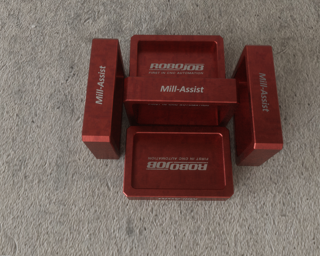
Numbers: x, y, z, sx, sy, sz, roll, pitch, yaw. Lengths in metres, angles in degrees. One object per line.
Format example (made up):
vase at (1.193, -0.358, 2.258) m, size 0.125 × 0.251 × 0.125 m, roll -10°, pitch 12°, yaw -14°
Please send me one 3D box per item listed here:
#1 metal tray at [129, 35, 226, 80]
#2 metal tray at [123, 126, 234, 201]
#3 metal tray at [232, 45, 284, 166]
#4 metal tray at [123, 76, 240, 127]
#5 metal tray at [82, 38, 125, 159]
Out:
metal tray at (0.024, -0.085, 0.438) m, size 0.131 × 0.030 × 0.090 m, roll 0°, pitch 73°, yaw 0°
metal tray at (0.022, 0.044, 0.392) m, size 0.131 × 0.030 × 0.090 m, roll 1°, pitch 69°, yaw 0°
metal tray at (0.115, -0.025, 0.384) m, size 0.030 × 0.090 × 0.130 m, roll 1°, pitch 70°, yaw 1°
metal tray at (0.025, -0.029, 0.387) m, size 0.131 × 0.090 × 0.030 m, roll 1°, pitch 72°, yaw 0°
metal tray at (-0.066, -0.033, 0.387) m, size 0.030 × 0.090 × 0.130 m, roll 1°, pitch 71°, yaw 0°
